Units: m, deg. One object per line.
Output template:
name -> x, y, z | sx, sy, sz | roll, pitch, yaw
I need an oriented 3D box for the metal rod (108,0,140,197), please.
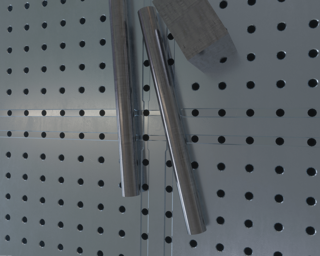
metal rod -> -0.051, -0.056, 0.430 | 0.025, 0.025, 0.298 | -5, 88, 20

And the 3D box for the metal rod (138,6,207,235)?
metal rod -> 0.015, -0.013, 0.407 | 0.025, 0.025, 0.298 | -14, 85, 19

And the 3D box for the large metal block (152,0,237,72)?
large metal block -> 0.044, -0.119, 0.368 | 0.050, 0.080, 0.080 | -32, 80, 17
